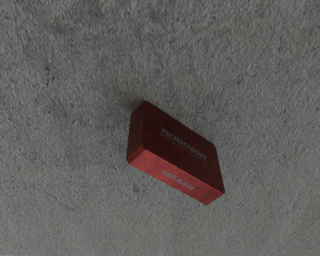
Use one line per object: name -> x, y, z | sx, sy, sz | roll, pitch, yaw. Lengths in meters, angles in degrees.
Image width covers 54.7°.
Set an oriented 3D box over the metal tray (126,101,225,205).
metal tray -> 0.021, 0.032, 0.393 | 0.130, 0.090, 0.030 | 32, 123, -25
